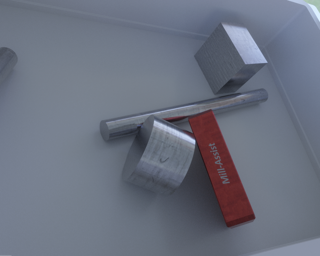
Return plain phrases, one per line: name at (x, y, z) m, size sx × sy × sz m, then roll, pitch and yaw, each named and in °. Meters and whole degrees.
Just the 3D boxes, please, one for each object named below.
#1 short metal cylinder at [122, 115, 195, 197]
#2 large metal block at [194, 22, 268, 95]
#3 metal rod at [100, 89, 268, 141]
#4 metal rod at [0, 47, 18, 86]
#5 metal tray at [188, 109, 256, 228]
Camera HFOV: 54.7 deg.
short metal cylinder at (-0.003, 0.031, 0.351) m, size 0.050 × 0.080 × 0.080 m, roll 25°, pitch 53°, yaw -14°
large metal block at (0.111, -0.111, 0.500) m, size 0.050 × 0.080 × 0.080 m, roll -11°, pitch 68°, yaw -33°
metal rod at (0.056, -0.027, 0.453) m, size 0.303 × 0.025 × 0.025 m, roll -14°, pitch 69°, yaw -34°
metal rod at (-0.168, 0.004, 0.240) m, size 0.025 × 0.025 × 0.300 m, roll 19°, pitch 31°, yaw -18°
metal tray at (0.075, 0.052, 0.375) m, size 0.030 × 0.090 × 0.130 m, roll -21°, pitch 67°, yaw 7°
